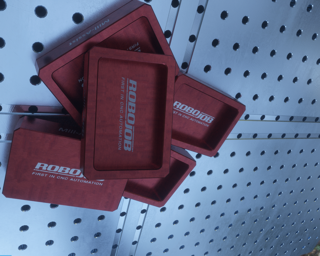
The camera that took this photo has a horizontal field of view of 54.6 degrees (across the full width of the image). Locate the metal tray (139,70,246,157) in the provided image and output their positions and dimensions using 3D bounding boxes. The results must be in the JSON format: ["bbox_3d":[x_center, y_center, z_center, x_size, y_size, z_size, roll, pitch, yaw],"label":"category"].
[{"bbox_3d":[0.045,-0.017,0.420,0.131,0.030,0.090,19,109,-36],"label":"metal tray"}]

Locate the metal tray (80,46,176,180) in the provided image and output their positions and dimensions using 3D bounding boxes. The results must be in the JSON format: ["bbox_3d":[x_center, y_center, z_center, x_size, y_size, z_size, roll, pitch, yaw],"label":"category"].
[{"bbox_3d":[-0.034,-0.014,0.325,0.091,0.030,0.129,2,93,-21],"label":"metal tray"}]

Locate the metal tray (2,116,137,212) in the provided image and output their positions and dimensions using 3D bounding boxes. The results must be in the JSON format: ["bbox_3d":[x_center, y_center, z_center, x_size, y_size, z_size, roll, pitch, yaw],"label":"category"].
[{"bbox_3d":[-0.102,0.045,0.358,0.131,0.030,0.089,13,113,-19],"label":"metal tray"}]

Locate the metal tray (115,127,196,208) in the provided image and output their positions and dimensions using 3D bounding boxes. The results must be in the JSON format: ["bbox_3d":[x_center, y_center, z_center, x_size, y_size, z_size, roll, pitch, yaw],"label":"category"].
[{"bbox_3d":[-0.022,0.054,0.427,0.131,0.030,0.090,28,103,-38],"label":"metal tray"}]

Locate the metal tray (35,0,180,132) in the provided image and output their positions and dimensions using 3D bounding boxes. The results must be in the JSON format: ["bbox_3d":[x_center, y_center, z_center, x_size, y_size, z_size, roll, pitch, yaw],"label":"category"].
[{"bbox_3d":[-0.052,-0.065,0.337,0.130,0.030,0.090,-34,128,-6],"label":"metal tray"}]
